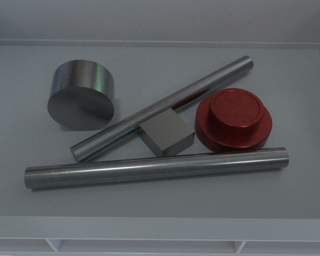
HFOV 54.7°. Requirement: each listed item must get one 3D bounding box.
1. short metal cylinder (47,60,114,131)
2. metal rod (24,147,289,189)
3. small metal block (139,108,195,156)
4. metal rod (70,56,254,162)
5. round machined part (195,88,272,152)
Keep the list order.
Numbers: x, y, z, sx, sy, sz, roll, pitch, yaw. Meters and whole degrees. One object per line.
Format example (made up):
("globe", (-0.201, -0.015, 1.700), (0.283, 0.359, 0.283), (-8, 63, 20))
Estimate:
("short metal cylinder", (-0.100, -0.041, 0.401), (0.081, 0.080, 0.050), (-4, 50, -4))
("metal rod", (0.000, 0.046, 0.364), (0.302, 0.025, 0.025), (-4, 50, -4))
("small metal block", (0.008, 0.008, 0.396), (0.050, 0.025, 0.050), (-29, 56, -22))
("metal rod", (0.018, -0.034, 0.432), (0.302, 0.025, 0.025), (-30, 56, -23))
("round machined part", (0.097, -0.015, 0.404), (0.099, 0.042, 0.098), (0, 50, 0))
